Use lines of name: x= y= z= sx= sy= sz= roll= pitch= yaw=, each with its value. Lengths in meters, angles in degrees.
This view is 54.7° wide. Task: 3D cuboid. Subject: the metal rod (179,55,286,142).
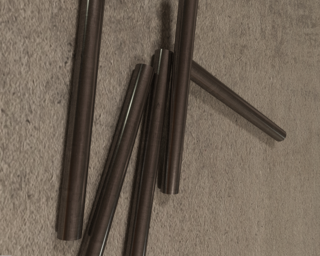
metal rod: x=0.128 y=-0.040 z=0.514 sx=0.301 sy=0.025 sz=0.025 roll=27 pitch=73 yaw=-37

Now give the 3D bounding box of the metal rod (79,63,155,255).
metal rod: x=-0.056 y=0.066 z=0.359 sx=0.025 sy=0.025 sz=0.299 roll=25 pitch=75 yaw=-38

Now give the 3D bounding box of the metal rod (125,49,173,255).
metal rod: x=-0.015 y=0.047 z=0.394 sx=0.025 sy=0.025 sz=0.298 roll=13 pitch=82 yaw=-40

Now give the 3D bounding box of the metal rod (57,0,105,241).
metal rod: x=-0.083 y=-0.033 z=0.336 sx=0.025 sy=0.025 sz=0.298 roll=8 pitch=85 yaw=-40

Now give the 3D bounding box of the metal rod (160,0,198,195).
metal rod: x=0.027 y=-0.062 z=0.405 sx=0.025 sy=0.025 sz=0.298 roll=1 pitch=97 yaw=-40
